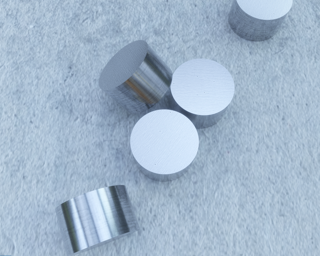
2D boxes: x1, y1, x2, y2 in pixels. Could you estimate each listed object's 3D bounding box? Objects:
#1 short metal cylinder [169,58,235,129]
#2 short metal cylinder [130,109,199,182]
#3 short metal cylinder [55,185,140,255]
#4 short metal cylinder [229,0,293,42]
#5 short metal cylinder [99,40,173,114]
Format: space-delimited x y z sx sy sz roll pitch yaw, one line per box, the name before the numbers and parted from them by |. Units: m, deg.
short metal cylinder | 0.053 -0.045 0.412 0.081 0.050 0.080 0 70 -1
short metal cylinder | 0.005 0.023 0.386 0.081 0.050 0.080 0 70 0
short metal cylinder | -0.068 0.102 0.341 0.081 0.080 0.050 -19 72 -7
short metal cylinder | 0.147 -0.177 0.462 0.081 0.050 0.080 0 70 0
short metal cylinder | -0.031 -0.065 0.397 0.080 0.050 0.080 -26 42 26
